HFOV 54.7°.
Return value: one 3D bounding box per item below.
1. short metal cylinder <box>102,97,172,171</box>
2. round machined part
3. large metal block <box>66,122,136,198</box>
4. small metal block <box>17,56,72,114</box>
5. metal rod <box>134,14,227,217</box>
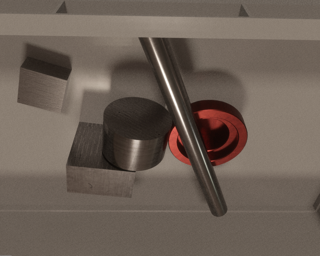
[{"bbox_3d":[-0.029,0.006,0.378,0.081,0.080,0.050,7,130,-6],"label":"short metal cylinder"},{"bbox_3d":[0.059,0.003,0.401,0.099,0.042,0.097,-1,130,0],"label":"round machined part"},{"bbox_3d":[-0.073,0.041,0.406,0.081,0.080,0.050,7,130,-6],"label":"large metal block"},{"bbox_3d":[-0.136,-0.050,0.365,0.050,0.025,0.050,15,128,-13],"label":"small metal block"},{"bbox_3d":[0.038,0.013,0.365,0.025,0.025,0.299,-15,129,12],"label":"metal rod"}]
